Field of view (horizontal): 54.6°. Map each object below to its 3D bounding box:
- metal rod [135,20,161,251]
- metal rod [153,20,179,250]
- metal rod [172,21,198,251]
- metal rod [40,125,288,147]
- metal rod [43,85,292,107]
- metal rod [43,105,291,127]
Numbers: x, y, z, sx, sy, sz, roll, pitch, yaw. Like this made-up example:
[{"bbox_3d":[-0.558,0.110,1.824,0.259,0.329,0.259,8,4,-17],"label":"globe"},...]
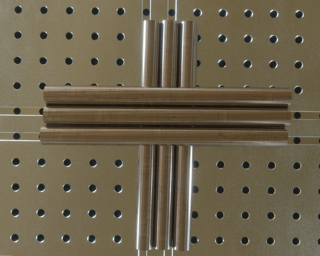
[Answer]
[{"bbox_3d":[-0.016,0.009,0.413,0.025,0.025,0.298,2,90,0],"label":"metal rod"},{"bbox_3d":[0.008,0.009,0.413,0.025,0.025,0.298,2,90,0],"label":"metal rod"},{"bbox_3d":[0.034,0.010,0.414,0.025,0.025,0.298,2,90,0],"label":"metal rod"},{"bbox_3d":[0.005,0.010,0.388,0.302,0.025,0.025,1,90,0],"label":"metal rod"},{"bbox_3d":[0.010,-0.040,0.388,0.302,0.025,0.025,1,90,0],"label":"metal rod"},{"bbox_3d":[0.009,-0.015,0.388,0.302,0.025,0.025,1,90,0],"label":"metal rod"}]
